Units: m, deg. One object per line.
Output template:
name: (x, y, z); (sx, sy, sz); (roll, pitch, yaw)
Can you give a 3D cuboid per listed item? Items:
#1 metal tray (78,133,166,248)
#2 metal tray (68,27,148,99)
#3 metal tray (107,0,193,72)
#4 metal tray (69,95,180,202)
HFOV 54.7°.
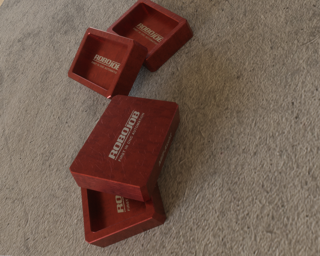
metal tray: (-0.052, 0.068, 0.385); (0.090, 0.030, 0.130); (-25, 53, 12)
metal tray: (-0.086, -0.101, 0.485); (0.130, 0.030, 0.090); (29, 96, 41)
metal tray: (-0.020, -0.156, 0.506); (0.090, 0.030, 0.130); (-44, 51, -2)
metal tray: (-0.036, 0.017, 0.374); (0.090, 0.030, 0.130); (9, 49, 17)
